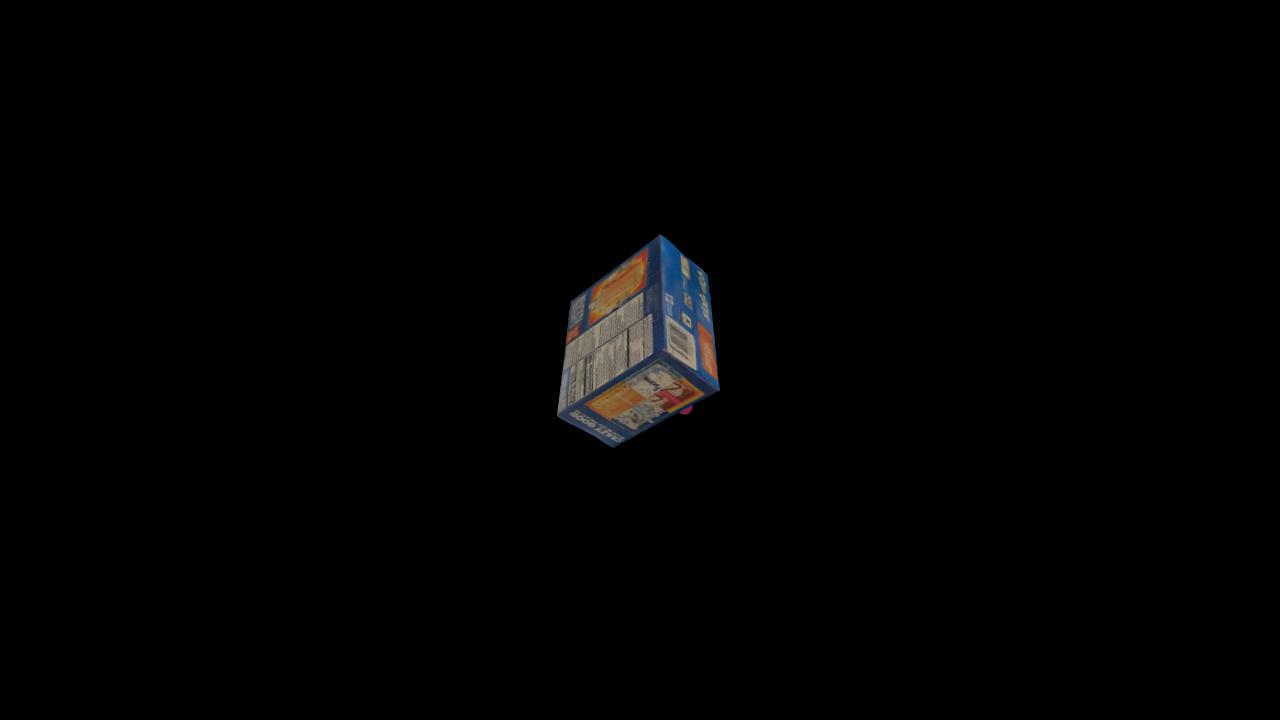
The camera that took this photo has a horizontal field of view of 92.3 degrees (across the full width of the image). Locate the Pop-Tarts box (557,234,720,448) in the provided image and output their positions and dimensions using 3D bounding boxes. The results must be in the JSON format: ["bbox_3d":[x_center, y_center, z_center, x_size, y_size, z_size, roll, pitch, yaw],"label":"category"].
[{"bbox_3d":[-0.002,-0.019,0.630,0.141,0.167,0.083,-32,-52,30],"label":"Pop-Tarts box"}]

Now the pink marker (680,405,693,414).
[{"bbox_3d":[0.032,0.046,0.764,0.020,0.020,0.121,0,9,-23],"label":"pink marker"}]
